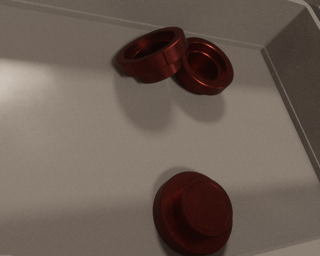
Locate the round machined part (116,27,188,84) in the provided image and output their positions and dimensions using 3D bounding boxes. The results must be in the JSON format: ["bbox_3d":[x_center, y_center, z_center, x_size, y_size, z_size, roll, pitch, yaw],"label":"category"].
[{"bbox_3d":[-0.007,-0.097,0.429,0.098,0.098,0.042,-58,134,-39],"label":"round machined part"}]

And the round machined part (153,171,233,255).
[{"bbox_3d":[0.045,0.096,0.362,0.099,0.042,0.098,14,56,-21],"label":"round machined part"}]

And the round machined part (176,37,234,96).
[{"bbox_3d":[0.063,-0.091,0.486,0.099,0.042,0.098,14,56,-21],"label":"round machined part"}]
